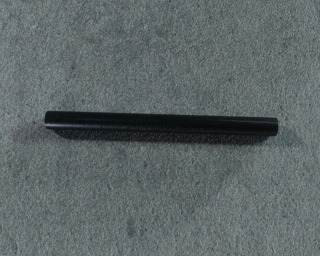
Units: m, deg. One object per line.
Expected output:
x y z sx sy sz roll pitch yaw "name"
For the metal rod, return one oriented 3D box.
0.002 -0.006 0.412 0.302 0.025 0.025 2 70 0 "metal rod"
